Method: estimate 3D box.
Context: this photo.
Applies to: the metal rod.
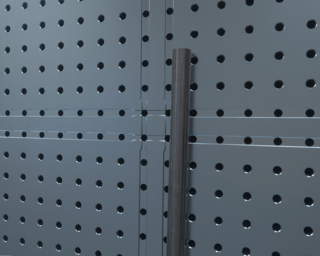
[{"bbox_3d":[0.024,0.048,0.403,0.025,0.025,0.298,2,91,19],"label":"metal rod"}]
